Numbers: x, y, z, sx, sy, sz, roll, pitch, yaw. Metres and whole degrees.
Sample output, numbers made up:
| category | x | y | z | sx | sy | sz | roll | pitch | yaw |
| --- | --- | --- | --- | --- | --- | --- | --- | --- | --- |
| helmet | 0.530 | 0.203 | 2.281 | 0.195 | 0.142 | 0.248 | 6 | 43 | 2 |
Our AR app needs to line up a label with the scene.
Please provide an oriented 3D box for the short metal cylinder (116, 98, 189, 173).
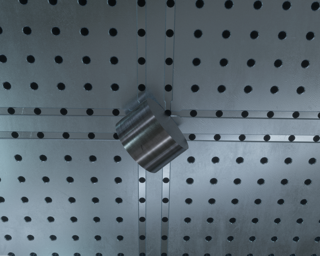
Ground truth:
| category | x | y | z | sx | sy | sz | roll | pitch | yaw |
| --- | --- | --- | --- | --- | --- | --- | --- | --- | --- |
| short metal cylinder | -0.009 | 0.009 | 0.387 | 0.050 | 0.080 | 0.080 | -38 | 106 | 13 |
